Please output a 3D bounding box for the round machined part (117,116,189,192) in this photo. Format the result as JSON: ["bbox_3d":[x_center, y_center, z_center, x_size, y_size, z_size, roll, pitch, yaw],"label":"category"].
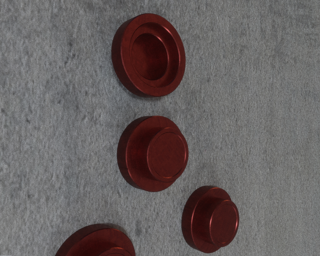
[{"bbox_3d":[-0.002,0.033,0.394,0.099,0.042,0.097,0,90,-40],"label":"round machined part"}]

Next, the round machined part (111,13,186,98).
[{"bbox_3d":[-0.018,-0.086,0.380,0.099,0.042,0.097,0,90,-40],"label":"round machined part"}]

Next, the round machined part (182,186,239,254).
[{"bbox_3d":[0.082,0.139,0.466,0.099,0.042,0.097,0,90,-40],"label":"round machined part"}]

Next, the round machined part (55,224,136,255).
[{"bbox_3d":[-0.066,0.160,0.341,0.099,0.042,0.097,0,90,-40],"label":"round machined part"}]
